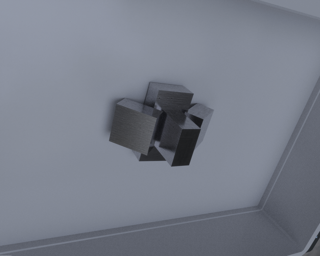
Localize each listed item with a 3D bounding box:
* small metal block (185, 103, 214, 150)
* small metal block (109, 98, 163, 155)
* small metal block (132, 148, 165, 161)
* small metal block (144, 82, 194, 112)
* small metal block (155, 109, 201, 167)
[{"bbox_3d":[0.046,-0.001,0.415,0.050,0.025,0.050,-35,145,-60],"label":"small metal block"},{"bbox_3d":[-0.029,-0.002,0.372,0.050,0.025,0.050,20,115,10],"label":"small metal block"},{"bbox_3d":[-0.004,0.016,0.414,0.050,0.025,0.050,3,117,-29],"label":"small metal block"},{"bbox_3d":[0.009,-0.028,0.393,0.050,0.025,0.050,2,118,-30],"label":"small metal block"},{"bbox_3d":[0.019,0.011,0.374,0.025,0.050,0.050,0,118,-29],"label":"small metal block"}]
